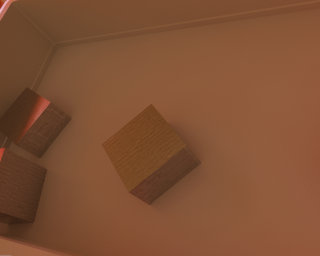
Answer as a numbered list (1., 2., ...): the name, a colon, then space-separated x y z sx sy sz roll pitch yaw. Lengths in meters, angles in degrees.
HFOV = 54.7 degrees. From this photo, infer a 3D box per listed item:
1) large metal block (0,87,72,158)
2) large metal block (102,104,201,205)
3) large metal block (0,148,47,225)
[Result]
1. large metal block: -0.206 -0.010 0.505 0.080 0.050 0.080 27 77 37
2. large metal block: -0.011 0.031 0.377 0.080 0.050 0.080 -39 51 1
3. large metal block: -0.214 0.084 0.432 0.050 0.080 0.080 -11 57 22
